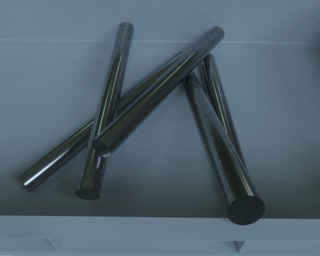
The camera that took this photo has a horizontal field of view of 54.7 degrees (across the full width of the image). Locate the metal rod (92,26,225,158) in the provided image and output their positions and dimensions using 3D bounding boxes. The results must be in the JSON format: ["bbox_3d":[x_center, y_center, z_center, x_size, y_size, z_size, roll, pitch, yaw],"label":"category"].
[{"bbox_3d":[0.017,-0.067,0.416,0.025,0.025,0.301,25,49,19],"label":"metal rod"}]

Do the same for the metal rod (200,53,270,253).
[{"bbox_3d":[0.085,0.005,0.401,0.025,0.025,0.300,-3,50,-3],"label":"metal rod"}]

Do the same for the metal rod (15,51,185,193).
[{"bbox_3d":[-0.058,-0.025,0.425,0.025,0.025,0.301,33,57,24],"label":"metal rod"}]

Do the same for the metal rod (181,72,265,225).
[{"bbox_3d":[0.049,-0.011,0.337,0.025,0.025,0.300,-2,26,-2],"label":"metal rod"}]

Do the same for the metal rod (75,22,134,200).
[{"bbox_3d":[-0.064,-0.047,0.410,0.025,0.025,0.300,3,50,2],"label":"metal rod"}]
